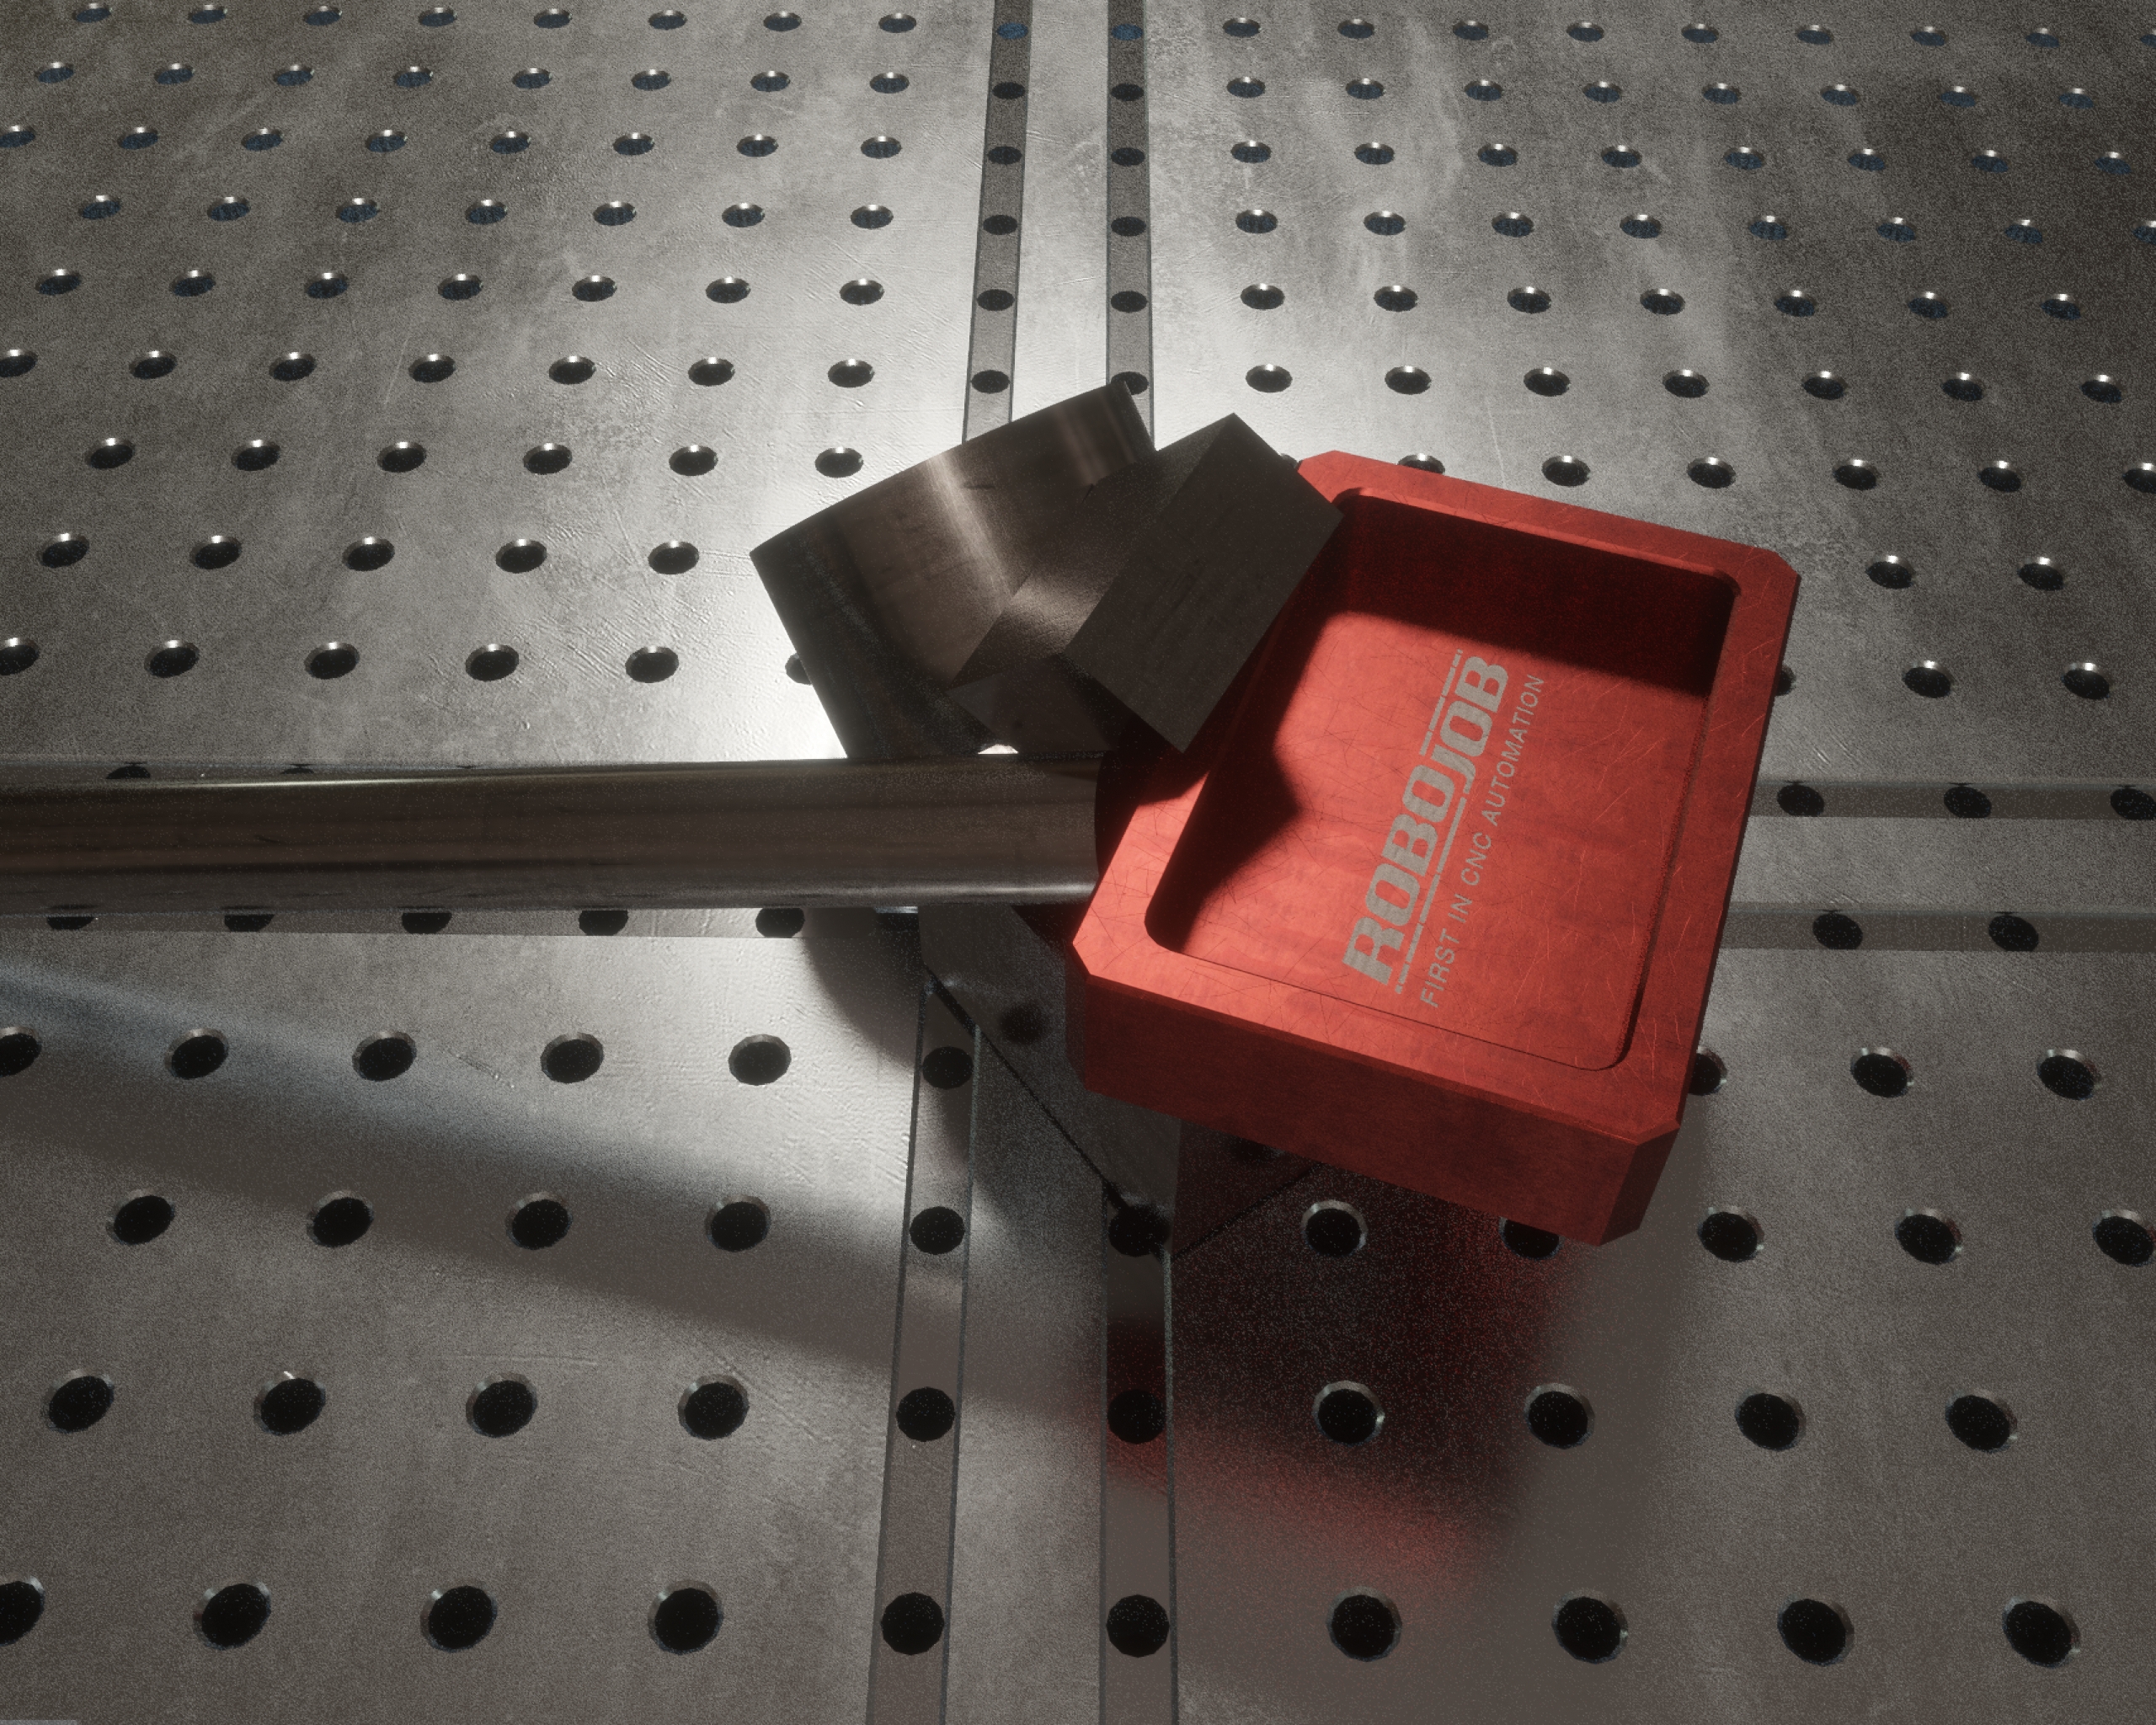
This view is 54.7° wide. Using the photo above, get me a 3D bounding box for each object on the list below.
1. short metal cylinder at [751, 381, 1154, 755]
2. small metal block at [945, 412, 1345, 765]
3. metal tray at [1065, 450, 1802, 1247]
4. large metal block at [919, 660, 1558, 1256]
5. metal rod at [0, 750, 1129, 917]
[{"bbox_3d":[-0.017,-0.054,0.409,0.081,0.080,0.050,-28,99,-22],"label":"short metal cylinder"},{"bbox_3d":[0.010,-0.043,0.350,0.025,0.050,0.050,40,72,-18],"label":"small metal block"},{"bbox_3d":[0.062,-0.009,0.344,0.090,0.030,0.130,16,51,13],"label":"metal tray"},{"bbox_3d":[0.026,0.010,0.381,0.081,0.050,0.080,-28,56,-22],"label":"large metal block"},{"bbox_3d":[-0.141,-0.003,0.370,0.301,0.025,0.025,-1,49,13],"label":"metal rod"}]
